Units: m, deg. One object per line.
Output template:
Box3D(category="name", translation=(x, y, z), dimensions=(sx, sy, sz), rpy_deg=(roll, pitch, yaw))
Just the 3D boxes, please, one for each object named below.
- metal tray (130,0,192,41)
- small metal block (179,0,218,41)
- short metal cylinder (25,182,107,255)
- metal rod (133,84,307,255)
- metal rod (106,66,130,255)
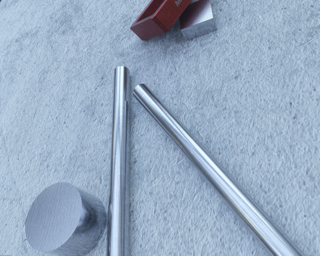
Box3D(category="metal tray", translation=(0.016, -0.202, 0.491), dimensions=(0.130, 0.030, 0.090), rpy_deg=(-55, 26, -11))
Box3D(category="small metal block", translation=(0.058, -0.167, 0.475), dimensions=(0.050, 0.025, 0.050), rpy_deg=(-15, 56, 19))
Box3D(category="short metal cylinder", translation=(-0.113, 0.112, 0.377), dimensions=(0.080, 0.050, 0.080), rpy_deg=(-13, 56, 20))
Box3D(category="metal rod", translation=(0.047, 0.036, 0.356), dimensions=(0.025, 0.025, 0.300), rpy_deg=(-41, 51, 0))
Box3D(category="metal rod", translation=(-0.052, 0.037, 0.406), dimensions=(0.025, 0.025, 0.299), rpy_deg=(-16, 55, 19))
